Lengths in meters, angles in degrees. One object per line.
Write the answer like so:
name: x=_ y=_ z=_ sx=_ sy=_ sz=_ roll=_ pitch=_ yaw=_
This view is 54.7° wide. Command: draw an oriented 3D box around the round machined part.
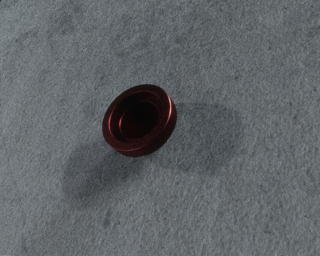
round machined part: x=-0.023 y=-0.006 z=0.407 sx=0.098 sy=0.042 sz=0.098 roll=-13 pitch=56 yaw=20
